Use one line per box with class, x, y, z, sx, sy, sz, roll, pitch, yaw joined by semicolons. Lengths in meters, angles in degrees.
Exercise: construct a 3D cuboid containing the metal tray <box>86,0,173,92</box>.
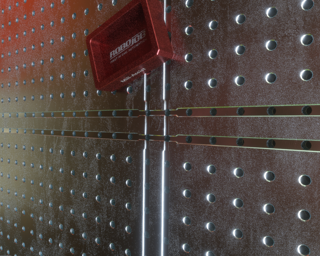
metal tray;-0.049;-0.117;0.443;0.130;0.030;0.090;-22;76;37
